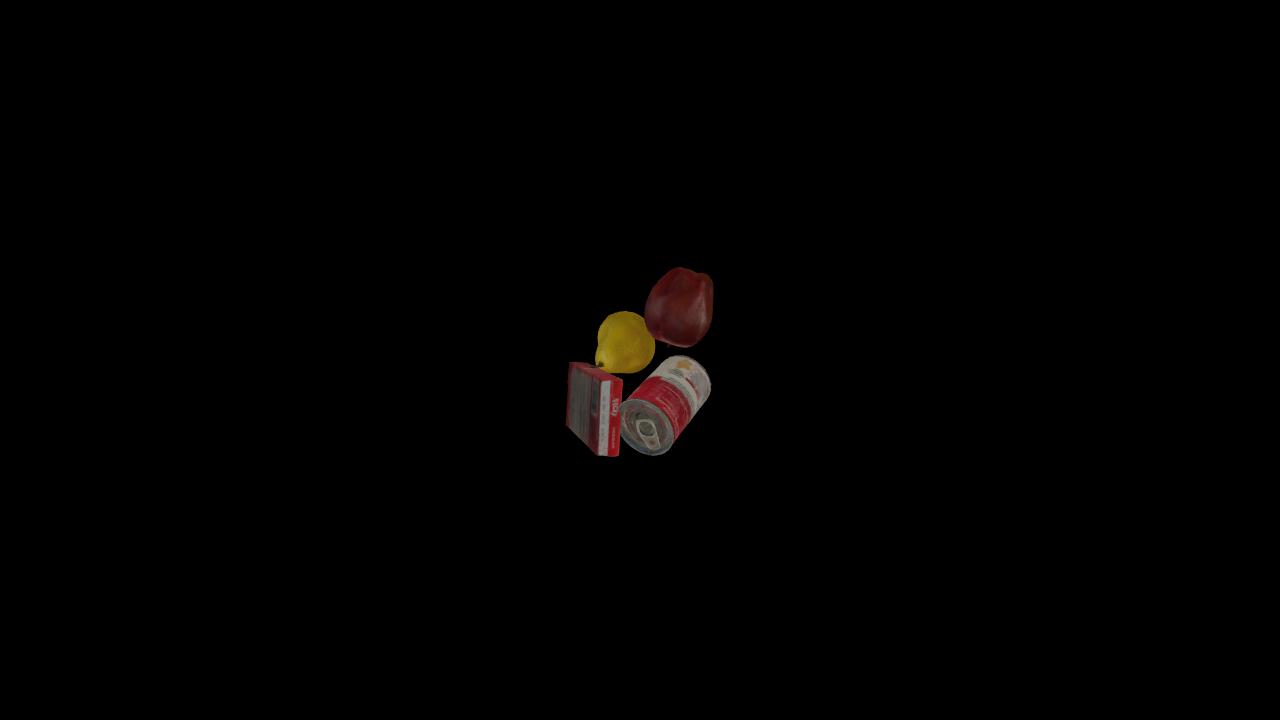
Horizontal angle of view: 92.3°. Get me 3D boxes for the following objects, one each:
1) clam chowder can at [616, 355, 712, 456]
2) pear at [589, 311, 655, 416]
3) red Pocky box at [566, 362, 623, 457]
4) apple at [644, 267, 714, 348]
[{"bbox_3d":[0.028,0.046,0.659,0.068,0.068,0.102,0,27,33],"label":"clam chowder can"},{"bbox_3d":[-0.026,-0.009,0.761,0.080,0.080,0.111,0,37,27],"label":"pear"},{"bbox_3d":[-0.055,0.051,0.701,0.028,0.083,0.155,1,6,-19],"label":"red Pocky box"},{"bbox_3d":[0.045,-0.058,0.701,0.079,0.093,0.079,15,11,-3],"label":"apple"}]
